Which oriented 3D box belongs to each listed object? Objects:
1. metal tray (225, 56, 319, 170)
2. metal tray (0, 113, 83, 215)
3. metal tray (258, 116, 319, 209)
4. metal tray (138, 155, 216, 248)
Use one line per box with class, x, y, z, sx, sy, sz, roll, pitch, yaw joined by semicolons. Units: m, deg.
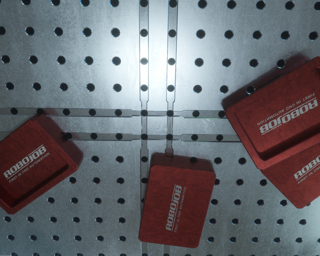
metal tray;0.159;-0.017;0.386;0.130;0.030;0.090;-31;89;14
metal tray;-0.186;0.051;0.427;0.130;0.030;0.090;-35;107;12
metal tray;0.213;0.040;0.427;0.130;0.030;0.090;-43;105;14
metal tray;0.022;0.109;0.451;0.090;0.030;0.129;9;110;-4
